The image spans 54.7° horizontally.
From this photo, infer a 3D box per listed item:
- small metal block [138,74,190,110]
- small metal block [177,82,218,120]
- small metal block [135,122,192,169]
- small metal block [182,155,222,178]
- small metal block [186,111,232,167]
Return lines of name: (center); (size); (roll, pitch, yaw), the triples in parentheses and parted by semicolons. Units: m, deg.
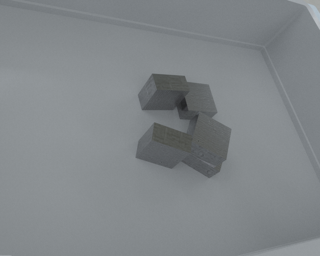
small metal block: (0.004, -0.048, 0.423); (0.050, 0.050, 0.025); (-2, 63, -29)
small metal block: (0.052, -0.040, 0.460); (0.050, 0.025, 0.050); (2, 61, -28)
small metal block: (0.004, 0.023, 0.379); (0.050, 0.050, 0.025); (19, 54, -17)
small metal block: (0.059, 0.031, 0.420); (0.050, 0.025, 0.050); (32, 51, -8)
small metal block: (0.061, 0.014, 0.400); (0.050, 0.025, 0.050); (28, 52, -11)
